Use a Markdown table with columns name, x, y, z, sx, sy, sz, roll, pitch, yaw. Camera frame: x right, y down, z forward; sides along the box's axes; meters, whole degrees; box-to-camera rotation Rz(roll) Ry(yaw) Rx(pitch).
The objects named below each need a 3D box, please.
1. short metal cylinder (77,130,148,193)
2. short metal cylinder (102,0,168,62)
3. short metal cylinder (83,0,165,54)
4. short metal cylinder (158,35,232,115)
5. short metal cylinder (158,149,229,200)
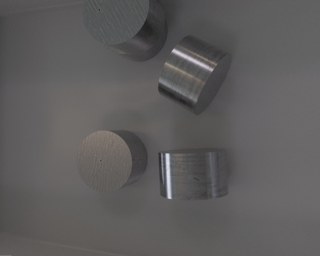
| name | x | y | z | sx | sy | sz | roll | pitch | yaw |
| --- | --- | --- | --- | --- | --- | --- | --- | --- | --- |
| short metal cylinder | -0.064 | 0.043 | 0.420 | 0.080 | 0.050 | 0.080 | 0 | 90 | 20 |
| short metal cylinder | -0.036 | -0.132 | 0.410 | 0.080 | 0.050 | 0.080 | 0 | 90 | 20 |
| short metal cylinder | -0.040 | -0.130 | 0.358 | 0.080 | 0.050 | 0.080 | 0 | 90 | 19 |
| short metal cylinder | 0.042 | -0.062 | 0.366 | 0.050 | 0.080 | 0.080 | 32 | 100 | 17 |
| short metal cylinder | 0.039 | 0.052 | 0.367 | 0.080 | 0.080 | 0.050 | -3 | 89 | 20 |
